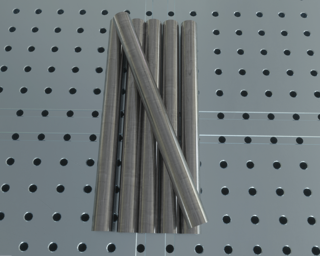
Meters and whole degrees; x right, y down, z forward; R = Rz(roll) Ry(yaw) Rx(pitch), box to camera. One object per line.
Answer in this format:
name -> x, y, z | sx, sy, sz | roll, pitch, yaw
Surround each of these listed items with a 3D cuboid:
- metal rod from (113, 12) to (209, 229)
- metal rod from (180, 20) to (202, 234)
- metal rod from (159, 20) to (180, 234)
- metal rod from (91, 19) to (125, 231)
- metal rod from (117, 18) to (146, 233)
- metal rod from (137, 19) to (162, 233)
metal rod -> -0.006, -0.024, 0.394 | 0.025, 0.025, 0.299 | -18, 71, -6
metal rod -> 0.040, -0.015, 0.418 | 0.025, 0.025, 0.299 | 1, 70, 0
metal rod -> 0.014, -0.016, 0.418 | 0.025, 0.025, 0.299 | 1, 70, 0
metal rod -> -0.066, -0.018, 0.417 | 0.025, 0.025, 0.299 | 1, 70, 0
metal rod -> -0.036, -0.017, 0.417 | 0.025, 0.025, 0.299 | 1, 70, 0
metal rod -> -0.012, -0.016, 0.417 | 0.025, 0.025, 0.299 | 1, 70, 0
